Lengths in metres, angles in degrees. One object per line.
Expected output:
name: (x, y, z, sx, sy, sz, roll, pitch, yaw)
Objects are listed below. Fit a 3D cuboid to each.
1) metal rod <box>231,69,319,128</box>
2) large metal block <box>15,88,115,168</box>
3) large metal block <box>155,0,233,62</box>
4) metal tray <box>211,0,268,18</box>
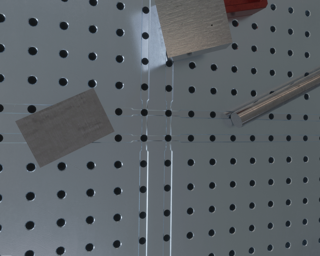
metal rod: (0.241, -0.072, 0.501, 0.302, 0.025, 0.025, -25, 99, -18)
large metal block: (-0.105, -0.002, 0.344, 0.081, 0.080, 0.050, -27, 99, -18)
large metal block: (0.041, -0.136, 0.399, 0.080, 0.050, 0.080, -13, 95, 4)
metal tray: (0.098, -0.228, 0.445, 0.091, 0.030, 0.129, -15, 95, -20)
